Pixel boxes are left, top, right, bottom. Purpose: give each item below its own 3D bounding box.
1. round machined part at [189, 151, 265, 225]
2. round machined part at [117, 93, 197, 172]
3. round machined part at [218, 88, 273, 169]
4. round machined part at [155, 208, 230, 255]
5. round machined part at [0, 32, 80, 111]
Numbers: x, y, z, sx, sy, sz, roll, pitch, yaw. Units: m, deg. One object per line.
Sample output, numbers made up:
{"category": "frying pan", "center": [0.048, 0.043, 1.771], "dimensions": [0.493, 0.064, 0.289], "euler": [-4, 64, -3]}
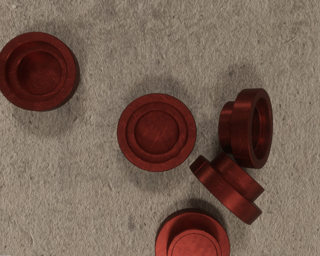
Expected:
{"category": "round machined part", "center": [0.086, 0.065, 0.374], "dimensions": [0.098, 0.098, 0.042], "euler": [42, 94, -1]}
{"category": "round machined part", "center": [-0.004, 0.005, 0.401], "dimensions": [0.099, 0.042, 0.097], "euler": [0, 90, -1]}
{"category": "round machined part", "center": [0.105, 0.000, 0.385], "dimensions": [0.042, 0.099, 0.097], "euler": [2, 90, 35]}
{"category": "round machined part", "center": [0.043, 0.158, 0.402], "dimensions": [0.099, 0.042, 0.097], "euler": [0, 90, -1]}
{"category": "round machined part", "center": [-0.152, -0.070, 0.399], "dimensions": [0.099, 0.042, 0.097], "euler": [0, 90, -1]}
